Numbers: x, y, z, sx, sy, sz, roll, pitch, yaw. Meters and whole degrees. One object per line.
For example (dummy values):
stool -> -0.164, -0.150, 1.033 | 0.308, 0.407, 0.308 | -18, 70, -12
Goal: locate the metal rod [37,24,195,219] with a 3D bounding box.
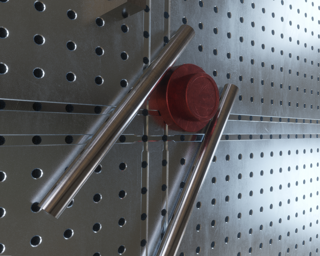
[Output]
metal rod -> -0.037, -0.026, 0.379 | 0.025, 0.025, 0.301 | 50, 61, -29

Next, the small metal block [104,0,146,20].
small metal block -> -0.041, -0.160, 0.360 | 0.025, 0.050, 0.050 | 4, 88, -40

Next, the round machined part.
round machined part -> 0.047, -0.043, 0.440 | 0.099, 0.042, 0.097 | 0, 90, -40

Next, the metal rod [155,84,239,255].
metal rod -> 0.059, 0.062, 0.460 | 0.025, 0.025, 0.300 | 39, 66, -34
